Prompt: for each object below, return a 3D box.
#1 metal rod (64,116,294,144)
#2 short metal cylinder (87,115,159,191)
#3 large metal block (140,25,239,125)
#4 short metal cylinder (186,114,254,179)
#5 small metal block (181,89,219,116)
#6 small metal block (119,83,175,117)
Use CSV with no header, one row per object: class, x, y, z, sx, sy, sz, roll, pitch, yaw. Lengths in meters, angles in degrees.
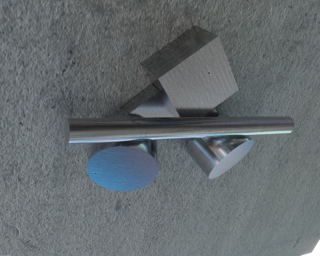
metal rod,0.045,-0.001,0.366,0.303,0.025,0.025,-2,119,-28
short metal cylinder,-0.043,0.031,0.369,0.081,0.050,0.079,-2,133,-2
large metal block,0.037,-0.061,0.372,0.080,0.050,0.080,-36,129,-4
short metal cylinder,0.084,0.027,0.437,0.080,0.050,0.080,-31,154,-17
small metal block,0.049,-0.017,0.424,0.050,0.025,0.050,-37,129,-3
small metal block,-0.015,-0.019,0.389,0.050,0.025,0.050,-38,129,-4
